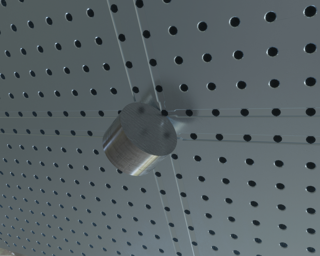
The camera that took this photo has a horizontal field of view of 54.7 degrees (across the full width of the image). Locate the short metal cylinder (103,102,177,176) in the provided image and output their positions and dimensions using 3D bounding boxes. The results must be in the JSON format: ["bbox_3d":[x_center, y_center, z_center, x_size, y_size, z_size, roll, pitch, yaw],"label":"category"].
[{"bbox_3d":[-0.026,0.014,0.395,0.080,0.080,0.050,42,129,-1],"label":"short metal cylinder"}]
